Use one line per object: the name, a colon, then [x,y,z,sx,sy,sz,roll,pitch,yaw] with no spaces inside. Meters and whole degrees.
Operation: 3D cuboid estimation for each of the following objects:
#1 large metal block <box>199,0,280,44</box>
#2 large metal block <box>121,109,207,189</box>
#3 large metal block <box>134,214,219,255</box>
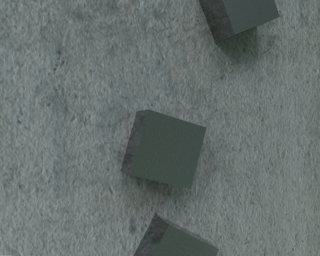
large metal block: [0.109,-0.176,0.437,0.081,0.050,0.080,-26,99,-19]
large metal block: [0.004,0.027,0.398,0.081,0.050,0.080,17,84,-20]
large metal block: [0.016,0.171,0.403,0.080,0.050,0.080,32,80,-18]
